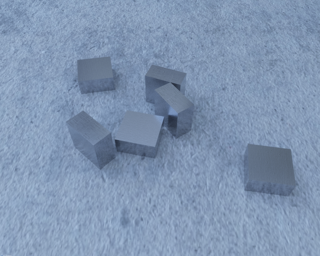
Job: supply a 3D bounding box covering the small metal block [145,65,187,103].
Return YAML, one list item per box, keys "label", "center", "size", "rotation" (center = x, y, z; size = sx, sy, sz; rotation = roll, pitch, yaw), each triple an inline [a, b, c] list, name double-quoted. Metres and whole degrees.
- label: "small metal block"
  center: [0.008, -0.056, 0.434]
  size: [0.050, 0.050, 0.025]
  rotation: [17, 52, 13]

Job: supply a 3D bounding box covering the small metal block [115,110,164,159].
- label: "small metal block"
  center: [-0.025, 0.007, 0.397]
  size: [0.050, 0.025, 0.050]
  rotation: [10, 51, 8]

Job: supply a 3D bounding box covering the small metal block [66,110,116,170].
- label: "small metal block"
  center: [-0.082, 0.015, 0.373]
  size: [0.050, 0.050, 0.025]
  rotation: [36, 58, 26]

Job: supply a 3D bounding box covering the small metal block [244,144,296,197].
- label: "small metal block"
  center: [0.127, 0.049, 0.364]
  size: [0.050, 0.025, 0.050]
  rotation: [7, 50, 5]

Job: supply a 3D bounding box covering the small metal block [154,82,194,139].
- label: "small metal block"
  center: [0.017, -0.023, 0.406]
  size: [0.025, 0.050, 0.050]
  rotation: [-28, 56, -22]

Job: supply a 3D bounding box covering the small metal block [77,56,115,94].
- label: "small metal block"
  center: [-0.097, -0.081, 0.470]
  size: [0.050, 0.025, 0.050]
  rotation: [-8, 51, -7]
